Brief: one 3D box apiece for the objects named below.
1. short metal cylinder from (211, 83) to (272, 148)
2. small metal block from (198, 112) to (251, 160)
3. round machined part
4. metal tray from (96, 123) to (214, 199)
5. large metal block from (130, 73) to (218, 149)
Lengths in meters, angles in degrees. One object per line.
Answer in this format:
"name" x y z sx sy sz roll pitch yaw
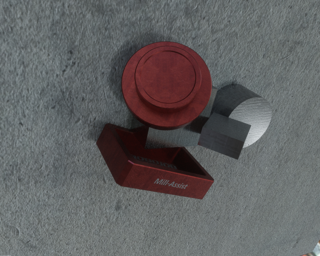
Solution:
"short metal cylinder" 0.110 -0.018 0.443 0.081 0.050 0.079 -14 124 -21
"small metal block" 0.080 0.008 0.382 0.050 0.050 0.025 -44 151 -56
"round machined part" 0.007 -0.049 0.334 0.098 0.098 0.042 -32 173 -8
"metal tray" -0.005 0.042 0.389 0.131 0.090 0.030 18 109 -35
"large metal block" 0.015 -0.023 0.388 0.081 0.050 0.079 -2 119 -28
